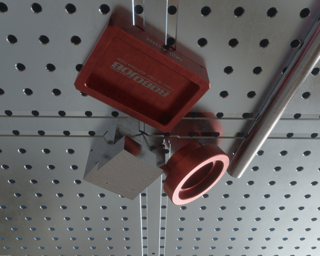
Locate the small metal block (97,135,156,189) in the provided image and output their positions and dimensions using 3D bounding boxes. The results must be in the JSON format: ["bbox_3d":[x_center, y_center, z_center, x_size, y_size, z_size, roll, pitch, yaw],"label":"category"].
[{"bbox_3d":[-0.040,0.043,0.382,0.050,0.025,0.050,36,121,-27],"label":"small metal block"}]

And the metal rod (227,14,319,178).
[{"bbox_3d":[0.152,-0.043,0.377,0.025,0.025,0.298,12,129,-10],"label":"metal rod"}]

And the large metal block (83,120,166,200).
[{"bbox_3d":[-0.049,0.048,0.435,0.080,0.050,0.080,29,124,-23],"label":"large metal block"}]

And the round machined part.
[{"bbox_3d":[0.045,0.058,0.432,0.099,0.042,0.097,-26,144,-21],"label":"round machined part"}]

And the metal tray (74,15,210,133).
[{"bbox_3d":[-0.020,-0.056,0.359,0.131,0.030,0.090,27,125,-22],"label":"metal tray"}]
